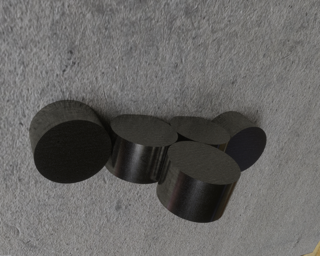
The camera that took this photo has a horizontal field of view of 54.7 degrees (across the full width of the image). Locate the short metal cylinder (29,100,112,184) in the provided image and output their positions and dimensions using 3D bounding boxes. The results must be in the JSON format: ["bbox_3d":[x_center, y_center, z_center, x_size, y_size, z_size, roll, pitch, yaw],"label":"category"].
[{"bbox_3d":[-0.101,0.015,0.346,0.081,0.050,0.079,-14,125,-21],"label":"short metal cylinder"}]

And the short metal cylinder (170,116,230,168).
[{"bbox_3d":[0.047,0.023,0.413,0.081,0.080,0.050,0,118,-29],"label":"short metal cylinder"}]

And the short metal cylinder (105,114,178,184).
[{"bbox_3d":[-0.024,0.023,0.374,0.081,0.080,0.050,0,118,-29],"label":"short metal cylinder"}]

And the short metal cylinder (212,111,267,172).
[{"bbox_3d":[0.111,0.021,0.465,0.081,0.050,0.079,-14,125,-21],"label":"short metal cylinder"}]

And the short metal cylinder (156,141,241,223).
[{"bbox_3d":[0.041,0.056,0.340,0.081,0.080,0.050,0,119,-29],"label":"short metal cylinder"}]
